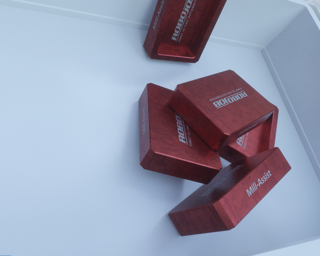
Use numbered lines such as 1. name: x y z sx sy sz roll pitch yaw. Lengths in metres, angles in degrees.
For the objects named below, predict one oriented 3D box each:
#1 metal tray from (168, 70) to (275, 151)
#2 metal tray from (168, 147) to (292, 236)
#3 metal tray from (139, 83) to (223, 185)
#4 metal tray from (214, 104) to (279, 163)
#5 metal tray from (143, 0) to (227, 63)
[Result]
1. metal tray: 0.086 -0.030 0.416 0.131 0.030 0.090 -23 62 -43
2. metal tray: 0.083 0.073 0.363 0.131 0.090 0.030 -28 86 -38
3. metal tray: 0.021 0.003 0.391 0.091 0.030 0.130 17 38 -19
4. metal tray: 0.132 -0.002 0.476 0.090 0.030 0.130 31 52 -9
5. metal tray: 0.038 -0.161 0.457 0.091 0.129 0.030 -1 44 -29
